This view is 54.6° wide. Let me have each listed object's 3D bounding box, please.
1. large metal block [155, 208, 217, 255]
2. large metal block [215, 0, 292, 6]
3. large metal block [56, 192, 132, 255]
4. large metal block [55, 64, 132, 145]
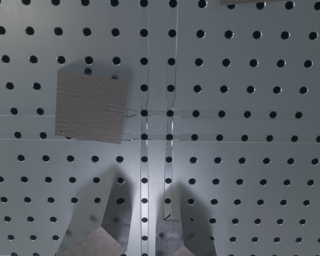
[{"bbox_3d":[0.039,0.180,0.450,0.050,0.080,0.080,-40,105,13],"label":"large metal block"},{"bbox_3d":[0.103,-0.178,0.335,0.080,0.050,0.080,-4,110,1],"label":"large metal block"},{"bbox_3d":[-0.090,0.150,0.439,0.080,0.080,0.050,-36,106,12],"label":"large metal block"},{"bbox_3d":[-0.082,-0.031,0.388,0.080,0.050,0.079,8,110,-3],"label":"large metal block"}]
